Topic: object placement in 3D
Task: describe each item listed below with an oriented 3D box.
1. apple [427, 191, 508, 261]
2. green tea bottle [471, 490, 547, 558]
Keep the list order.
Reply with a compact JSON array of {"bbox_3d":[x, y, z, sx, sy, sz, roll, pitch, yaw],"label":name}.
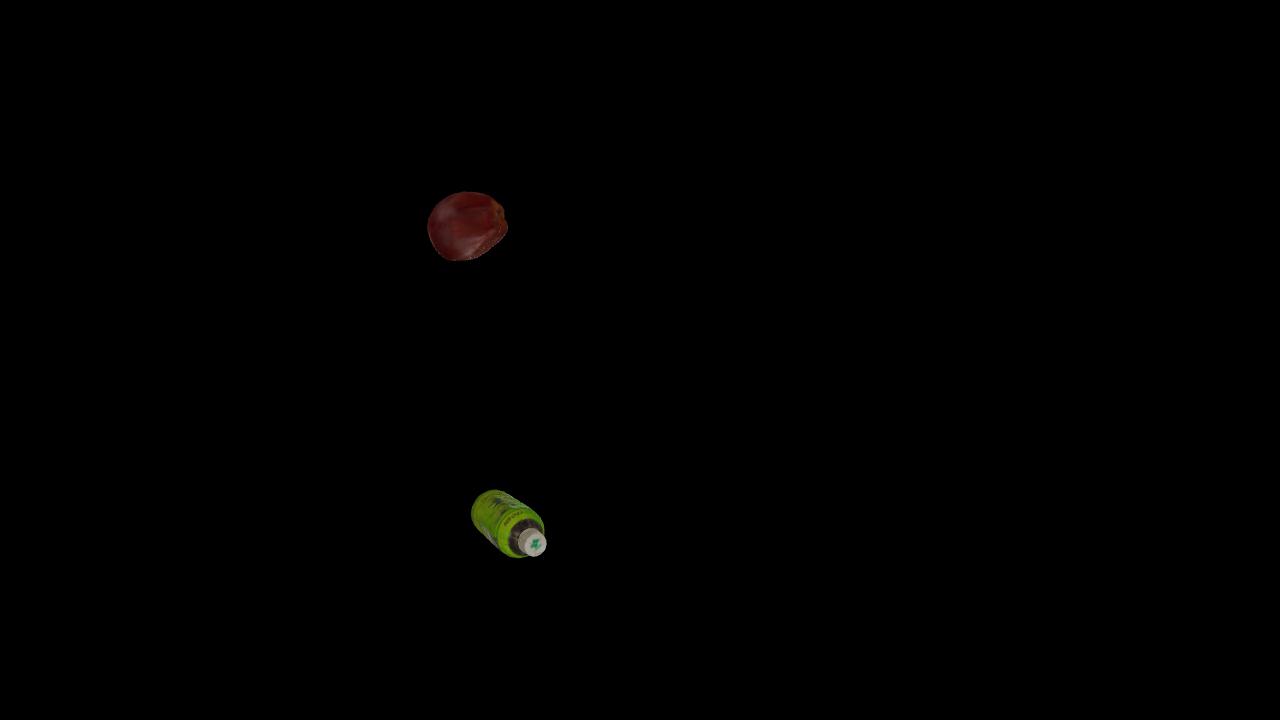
[{"bbox_3d":[-0.208,-0.160,0.735,0.093,0.079,0.079,-20,-6,15],"label":"apple"},{"bbox_3d":[-0.184,0.239,0.881,0.073,0.073,0.212,0,2,-29],"label":"green tea bottle"}]
